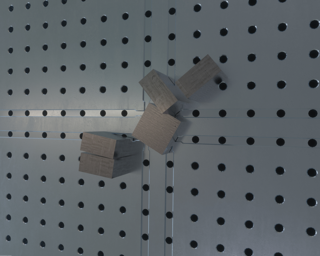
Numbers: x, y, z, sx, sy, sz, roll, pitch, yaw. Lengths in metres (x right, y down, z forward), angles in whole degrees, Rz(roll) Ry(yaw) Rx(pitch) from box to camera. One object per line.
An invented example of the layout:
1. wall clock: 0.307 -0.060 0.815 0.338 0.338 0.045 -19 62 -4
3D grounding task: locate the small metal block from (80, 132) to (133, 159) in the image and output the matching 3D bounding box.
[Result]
1. small metal block: -0.072 0.022 0.425 0.050 0.050 0.025 12 94 19

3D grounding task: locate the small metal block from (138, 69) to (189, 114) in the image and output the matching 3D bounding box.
1. small metal block: 0.006 -0.045 0.398 0.025 0.050 0.050 -40 77 16

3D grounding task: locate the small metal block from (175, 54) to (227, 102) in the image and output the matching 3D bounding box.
1. small metal block: 0.052 -0.059 0.381 0.050 0.050 0.025 -39 78 16

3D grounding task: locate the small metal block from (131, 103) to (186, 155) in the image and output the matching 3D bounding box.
1. small metal block: -0.001 0.001 0.414 0.050 0.025 0.050 32 100 17

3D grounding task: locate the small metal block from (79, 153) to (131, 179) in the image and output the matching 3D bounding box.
1. small metal block: -0.074 0.049 0.426 0.050 0.050 0.025 9 93 20
